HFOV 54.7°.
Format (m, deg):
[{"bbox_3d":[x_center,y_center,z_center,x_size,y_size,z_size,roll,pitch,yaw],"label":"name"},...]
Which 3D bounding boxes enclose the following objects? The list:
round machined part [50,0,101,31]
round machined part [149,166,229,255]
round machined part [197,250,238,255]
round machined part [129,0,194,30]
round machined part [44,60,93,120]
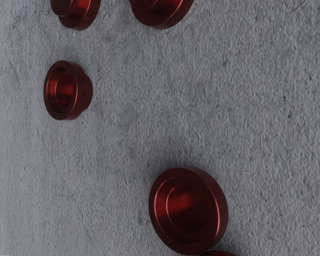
[{"bbox_3d":[-0.145,-0.216,0.514,0.098,0.042,0.097,0,90,40],"label":"round machined part"},{"bbox_3d":[0.037,0.093,0.364,0.098,0.042,0.097,0,90,40],"label":"round machined part"},{"bbox_3d":[0.063,0.168,0.323,0.098,0.042,0.097,8,118,16],"label":"round machined part"},{"bbox_3d":[-0.005,-0.181,0.398,0.098,0.042,0.097,0,90,40],"label":"round machined part"},{"bbox_3d":[-0.150,-0.061,0.518,0.098,0.042,0.097,0,90,40],"label":"round machined part"}]
